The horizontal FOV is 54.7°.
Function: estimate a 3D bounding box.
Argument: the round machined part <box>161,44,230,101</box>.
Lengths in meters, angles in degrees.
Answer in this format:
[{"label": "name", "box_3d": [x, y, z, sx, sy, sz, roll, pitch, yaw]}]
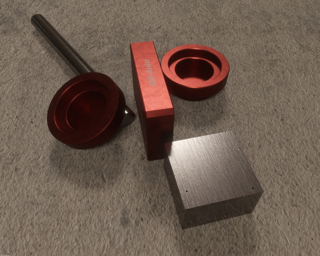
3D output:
[{"label": "round machined part", "box_3d": [0.050, -0.078, 0.458, 0.099, 0.042, 0.098, 0, 50, 0]}]

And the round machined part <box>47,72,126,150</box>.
[{"label": "round machined part", "box_3d": [-0.088, -0.018, 0.391, 0.098, 0.042, 0.098, -8, 64, 17]}]

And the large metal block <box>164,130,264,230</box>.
[{"label": "large metal block", "box_3d": [0.053, 0.055, 0.341, 0.081, 0.050, 0.080, -10, 51, -9]}]

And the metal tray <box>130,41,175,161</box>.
[{"label": "metal tray", "box_3d": [-0.012, -0.036, 0.390, 0.030, 0.089, 0.130, -8, 51, -7]}]

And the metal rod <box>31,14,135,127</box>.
[{"label": "metal rod", "box_3d": [-0.133, -0.104, 0.488, 0.025, 0.025, 0.300, -30, 56, -23]}]
